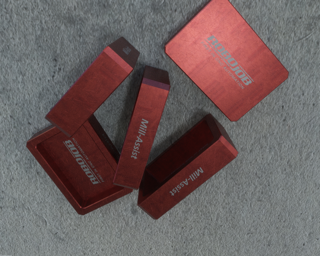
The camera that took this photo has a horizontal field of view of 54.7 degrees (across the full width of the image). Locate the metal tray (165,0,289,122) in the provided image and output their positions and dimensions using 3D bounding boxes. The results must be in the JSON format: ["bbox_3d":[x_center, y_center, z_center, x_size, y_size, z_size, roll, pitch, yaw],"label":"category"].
[{"bbox_3d":[0.080,-0.082,0.379,0.090,0.030,0.130,-43,105,13],"label":"metal tray"}]

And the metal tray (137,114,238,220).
[{"bbox_3d":[0.030,0.046,0.393,0.130,0.090,0.030,-41,105,13],"label":"metal tray"}]

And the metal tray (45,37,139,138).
[{"bbox_3d":[-0.066,-0.051,0.335,0.030,0.130,0.090,42,104,-14],"label":"metal tray"}]

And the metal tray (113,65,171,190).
[{"bbox_3d":[-0.022,-0.003,0.374,0.030,0.090,0.129,16,109,-6],"label":"metal tray"}]

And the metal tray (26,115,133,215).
[{"bbox_3d":[-0.104,0.048,0.424,0.090,0.030,0.130,-27,108,9],"label":"metal tray"}]
